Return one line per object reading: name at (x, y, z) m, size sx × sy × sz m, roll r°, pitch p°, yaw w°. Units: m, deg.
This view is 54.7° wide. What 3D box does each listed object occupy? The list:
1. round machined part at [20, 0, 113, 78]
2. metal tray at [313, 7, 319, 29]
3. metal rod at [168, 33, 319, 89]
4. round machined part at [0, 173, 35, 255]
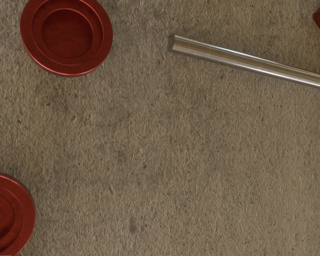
round machined part at (-0.108, -0.107, 0.360) m, size 0.099 × 0.042 × 0.097 m, roll 0°, pitch 90°, yaw -21°
metal tray at (0.331, -0.171, 0.530) m, size 0.090 × 0.030 × 0.130 m, roll -46°, pitch 105°, yaw -15°
metal rod at (0.155, -0.093, 0.467) m, size 0.302 × 0.025 × 0.025 m, roll 9°, pitch 87°, yaw -20°
round machined part at (-0.186, 0.095, 0.331) m, size 0.099 × 0.042 × 0.097 m, roll 0°, pitch 90°, yaw -21°
